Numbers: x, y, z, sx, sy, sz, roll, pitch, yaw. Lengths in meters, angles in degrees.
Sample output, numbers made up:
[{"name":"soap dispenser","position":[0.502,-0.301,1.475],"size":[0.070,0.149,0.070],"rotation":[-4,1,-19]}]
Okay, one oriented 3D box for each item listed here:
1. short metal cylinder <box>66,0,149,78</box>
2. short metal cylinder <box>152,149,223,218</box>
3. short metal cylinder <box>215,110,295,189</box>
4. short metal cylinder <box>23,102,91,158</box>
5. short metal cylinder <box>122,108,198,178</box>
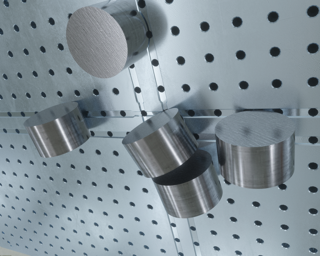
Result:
[{"name":"short metal cylinder","position":[-0.061,-0.105,0.362],"size":[0.080,0.050,0.079],"rotation":[13,124,21]},{"name":"short metal cylinder","position":[0.035,0.070,0.400],"size":[0.080,0.080,0.050],"rotation":[-7,115,31]},{"name":"short metal cylinder","position":[0.102,0.021,0.335],"size":[0.080,0.080,0.050],"rotation":[3,120,26]},{"name":"short metal cylinder","position":[-0.149,0.001,0.455],"size":[0.080,0.080,0.050],"rotation":[-4,117,30]},{"name":"short metal cylinder","position":[0.000,0.017,0.386],"size":[0.080,0.080,0.050],"rotation":[-21,107,36]}]
